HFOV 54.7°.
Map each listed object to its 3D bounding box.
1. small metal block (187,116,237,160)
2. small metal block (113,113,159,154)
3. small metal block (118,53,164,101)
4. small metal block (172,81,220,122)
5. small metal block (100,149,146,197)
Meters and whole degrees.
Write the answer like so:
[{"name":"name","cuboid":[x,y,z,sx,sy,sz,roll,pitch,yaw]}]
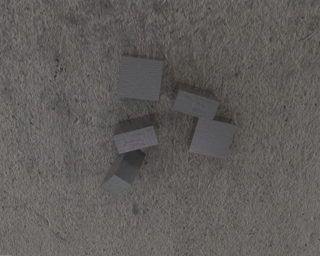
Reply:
[{"name":"small metal block","cuboid":[0.068,0.010,0.414,0.050,0.025,0.050,13,110,-5]},{"name":"small metal block","cuboid":[-0.029,0.006,0.398,0.050,0.050,0.025,-14,109,5]},{"name":"small metal block","cuboid":[-0.024,-0.063,0.386,0.050,0.025,0.050,7,110,-3]},{"name":"small metal block","cuboid":[0.042,-0.034,0.384,0.050,0.050,0.025,16,109,-6]},{"name":"small metal block","cuboid":[-0.049,0.056,0.406,0.025,0.050,0.050,35,139,-12]}]
